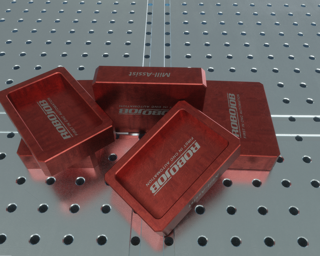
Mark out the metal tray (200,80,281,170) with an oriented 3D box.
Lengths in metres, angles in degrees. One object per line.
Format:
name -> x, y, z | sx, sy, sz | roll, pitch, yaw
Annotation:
metal tray -> 0.098, -0.008, 0.411 | 0.091, 0.030, 0.130 | 2, 50, 1

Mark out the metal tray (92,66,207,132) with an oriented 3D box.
metal tray -> -0.012, -0.033, 0.392 | 0.131, 0.089, 0.030 | 1, 50, 0

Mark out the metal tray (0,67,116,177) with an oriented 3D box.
metal tray -> -0.125, -0.014, 0.373 | 0.091, 0.030, 0.130 | -31, 57, -24

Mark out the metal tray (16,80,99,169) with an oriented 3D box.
metal tray -> -0.123, -0.009, 0.411 | 0.091, 0.030, 0.130 | -1, 51, -1

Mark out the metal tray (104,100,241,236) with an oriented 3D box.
metal tray -> 0.015, 0.041, 0.346 | 0.090, 0.030, 0.130 | 39, 77, 27
